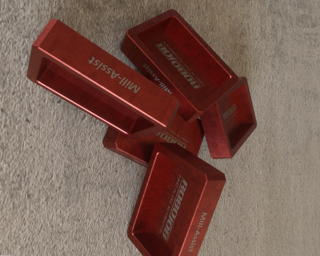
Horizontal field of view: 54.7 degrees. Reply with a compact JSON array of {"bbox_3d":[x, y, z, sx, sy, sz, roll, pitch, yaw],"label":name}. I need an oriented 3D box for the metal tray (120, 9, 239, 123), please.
[{"bbox_3d":[0.026,-0.081,0.388,0.130,0.030,0.091,48,56,4],"label":"metal tray"}]

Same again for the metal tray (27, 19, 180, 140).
[{"bbox_3d":[-0.057,-0.037,0.297,0.130,0.090,0.030,32,69,-18],"label":"metal tray"}]

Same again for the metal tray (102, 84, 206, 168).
[{"bbox_3d":[-0.001,0.008,0.404,0.130,0.030,0.090,32,70,-36],"label":"metal tray"}]

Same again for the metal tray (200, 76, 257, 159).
[{"bbox_3d":[0.107,-0.020,0.474,0.131,0.030,0.089,-35,112,-50],"label":"metal tray"}]

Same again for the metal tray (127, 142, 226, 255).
[{"bbox_3d":[0.013,0.091,0.352,0.030,0.090,0.129,7,106,-40],"label":"metal tray"}]
